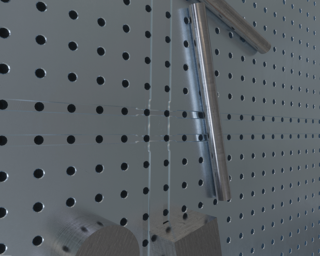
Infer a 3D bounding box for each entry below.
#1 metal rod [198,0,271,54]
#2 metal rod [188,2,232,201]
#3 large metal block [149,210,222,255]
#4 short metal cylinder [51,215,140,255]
[{"bbox_3d":[0.083,-0.194,0.477,0.302,0.025,0.025,23,76,-38],"label":"metal rod"},{"bbox_3d":[0.078,-0.034,0.473,0.025,0.025,0.298,-16,100,-39],"label":"metal rod"},{"bbox_3d":[0.038,0.170,0.425,0.081,0.050,0.079,-15,100,-39],"label":"large metal block"},{"bbox_3d":[-0.069,0.140,0.335,0.081,0.050,0.080,0,90,-40],"label":"short metal cylinder"}]
